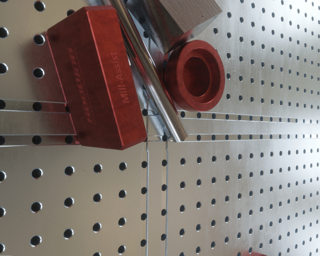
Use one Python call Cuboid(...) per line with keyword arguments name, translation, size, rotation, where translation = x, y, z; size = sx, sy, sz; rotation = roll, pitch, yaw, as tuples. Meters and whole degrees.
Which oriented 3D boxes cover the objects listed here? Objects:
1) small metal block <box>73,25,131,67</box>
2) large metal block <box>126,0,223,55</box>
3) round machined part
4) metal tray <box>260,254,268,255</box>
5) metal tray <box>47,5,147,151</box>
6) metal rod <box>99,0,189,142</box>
Cuboid(name="small metal block", translation=(-0.065, -0.086, 0.347), size=(0.050, 0.025, 0.050), rotation=(-40, 117, -49))
Cuboid(name="large metal block", translation=(0.018, -0.152, 0.393), size=(0.080, 0.050, 0.080), rotation=(-39, 92, -33))
Cuboid(name="round machined part", translation=(0.045, -0.071, 0.438), size=(0.099, 0.042, 0.097), rotation=(0, 91, -40))
Cuboid(name="metal tray", translation=(0.164, 0.293, 0.547), size=(0.131, 0.030, 0.089), rotation=(-8, 95, -40))
Cuboid(name="metal tray", translation=(-0.065, -0.045, 0.313), size=(0.030, 0.090, 0.129), rotation=(-23, 105, -38))
Cuboid(name="metal rod", translation=(-0.036, -0.110, 0.380), size=(0.025, 0.025, 0.299), rotation=(-42, 116, -32))
